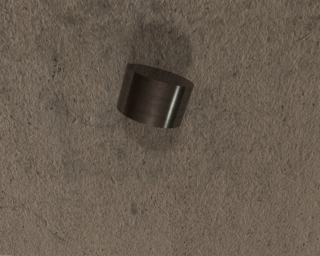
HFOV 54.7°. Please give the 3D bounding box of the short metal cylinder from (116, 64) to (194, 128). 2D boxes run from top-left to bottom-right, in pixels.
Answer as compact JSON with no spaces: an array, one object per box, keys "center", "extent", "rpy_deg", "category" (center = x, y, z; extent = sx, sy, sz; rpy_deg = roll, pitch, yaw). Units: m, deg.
[{"center":[-0.006,-0.039,0.366],"extent":[0.080,0.080,0.050],"rpy_deg":[15,109,-6],"category":"short metal cylinder"}]
